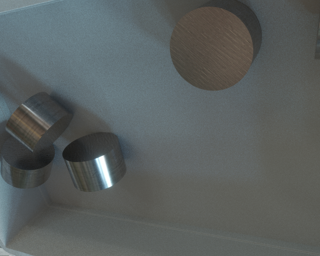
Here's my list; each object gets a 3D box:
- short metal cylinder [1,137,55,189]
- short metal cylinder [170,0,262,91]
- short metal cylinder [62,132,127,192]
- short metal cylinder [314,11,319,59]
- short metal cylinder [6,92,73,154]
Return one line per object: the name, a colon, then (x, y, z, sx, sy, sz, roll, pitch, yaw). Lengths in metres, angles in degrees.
short metal cylinder: (-0.223, 0.055, 0.522, 0.080, 0.080, 0.050, 32, 128, 7)
short metal cylinder: (0.057, -0.084, 0.310, 0.080, 0.050, 0.079, 13, 124, 20)
short metal cylinder: (-0.094, 0.047, 0.450, 0.080, 0.080, 0.050, 3, 120, 26)
short metal cylinder: (0.151, -0.093, 0.236, 0.050, 0.080, 0.079, 7, 122, 24)
short metal cylinder: (-0.177, -0.007, 0.460, 0.050, 0.080, 0.080, 40, 129, 0)
